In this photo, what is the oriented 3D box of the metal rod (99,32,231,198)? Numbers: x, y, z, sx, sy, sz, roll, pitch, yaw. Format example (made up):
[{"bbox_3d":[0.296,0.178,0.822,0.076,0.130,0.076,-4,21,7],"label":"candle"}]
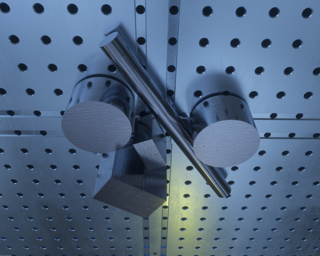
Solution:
[{"bbox_3d":[0.024,0.003,0.410,0.025,0.025,0.300,-25,126,20],"label":"metal rod"}]

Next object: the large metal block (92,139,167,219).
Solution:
[{"bbox_3d":[-0.038,0.065,0.425,0.080,0.080,0.050,28,125,-21],"label":"large metal block"}]

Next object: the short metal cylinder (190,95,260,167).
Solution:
[{"bbox_3d":[0.081,0.005,0.395,0.081,0.050,0.079,0,130,0],"label":"short metal cylinder"}]

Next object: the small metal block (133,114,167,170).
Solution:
[{"bbox_3d":[-0.012,0.018,0.405,0.025,0.050,0.050,-17,128,13],"label":"small metal block"}]

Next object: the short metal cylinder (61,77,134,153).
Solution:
[{"bbox_3d":[-0.073,-0.015,0.377,0.081,0.050,0.079,0,130,0],"label":"short metal cylinder"}]
